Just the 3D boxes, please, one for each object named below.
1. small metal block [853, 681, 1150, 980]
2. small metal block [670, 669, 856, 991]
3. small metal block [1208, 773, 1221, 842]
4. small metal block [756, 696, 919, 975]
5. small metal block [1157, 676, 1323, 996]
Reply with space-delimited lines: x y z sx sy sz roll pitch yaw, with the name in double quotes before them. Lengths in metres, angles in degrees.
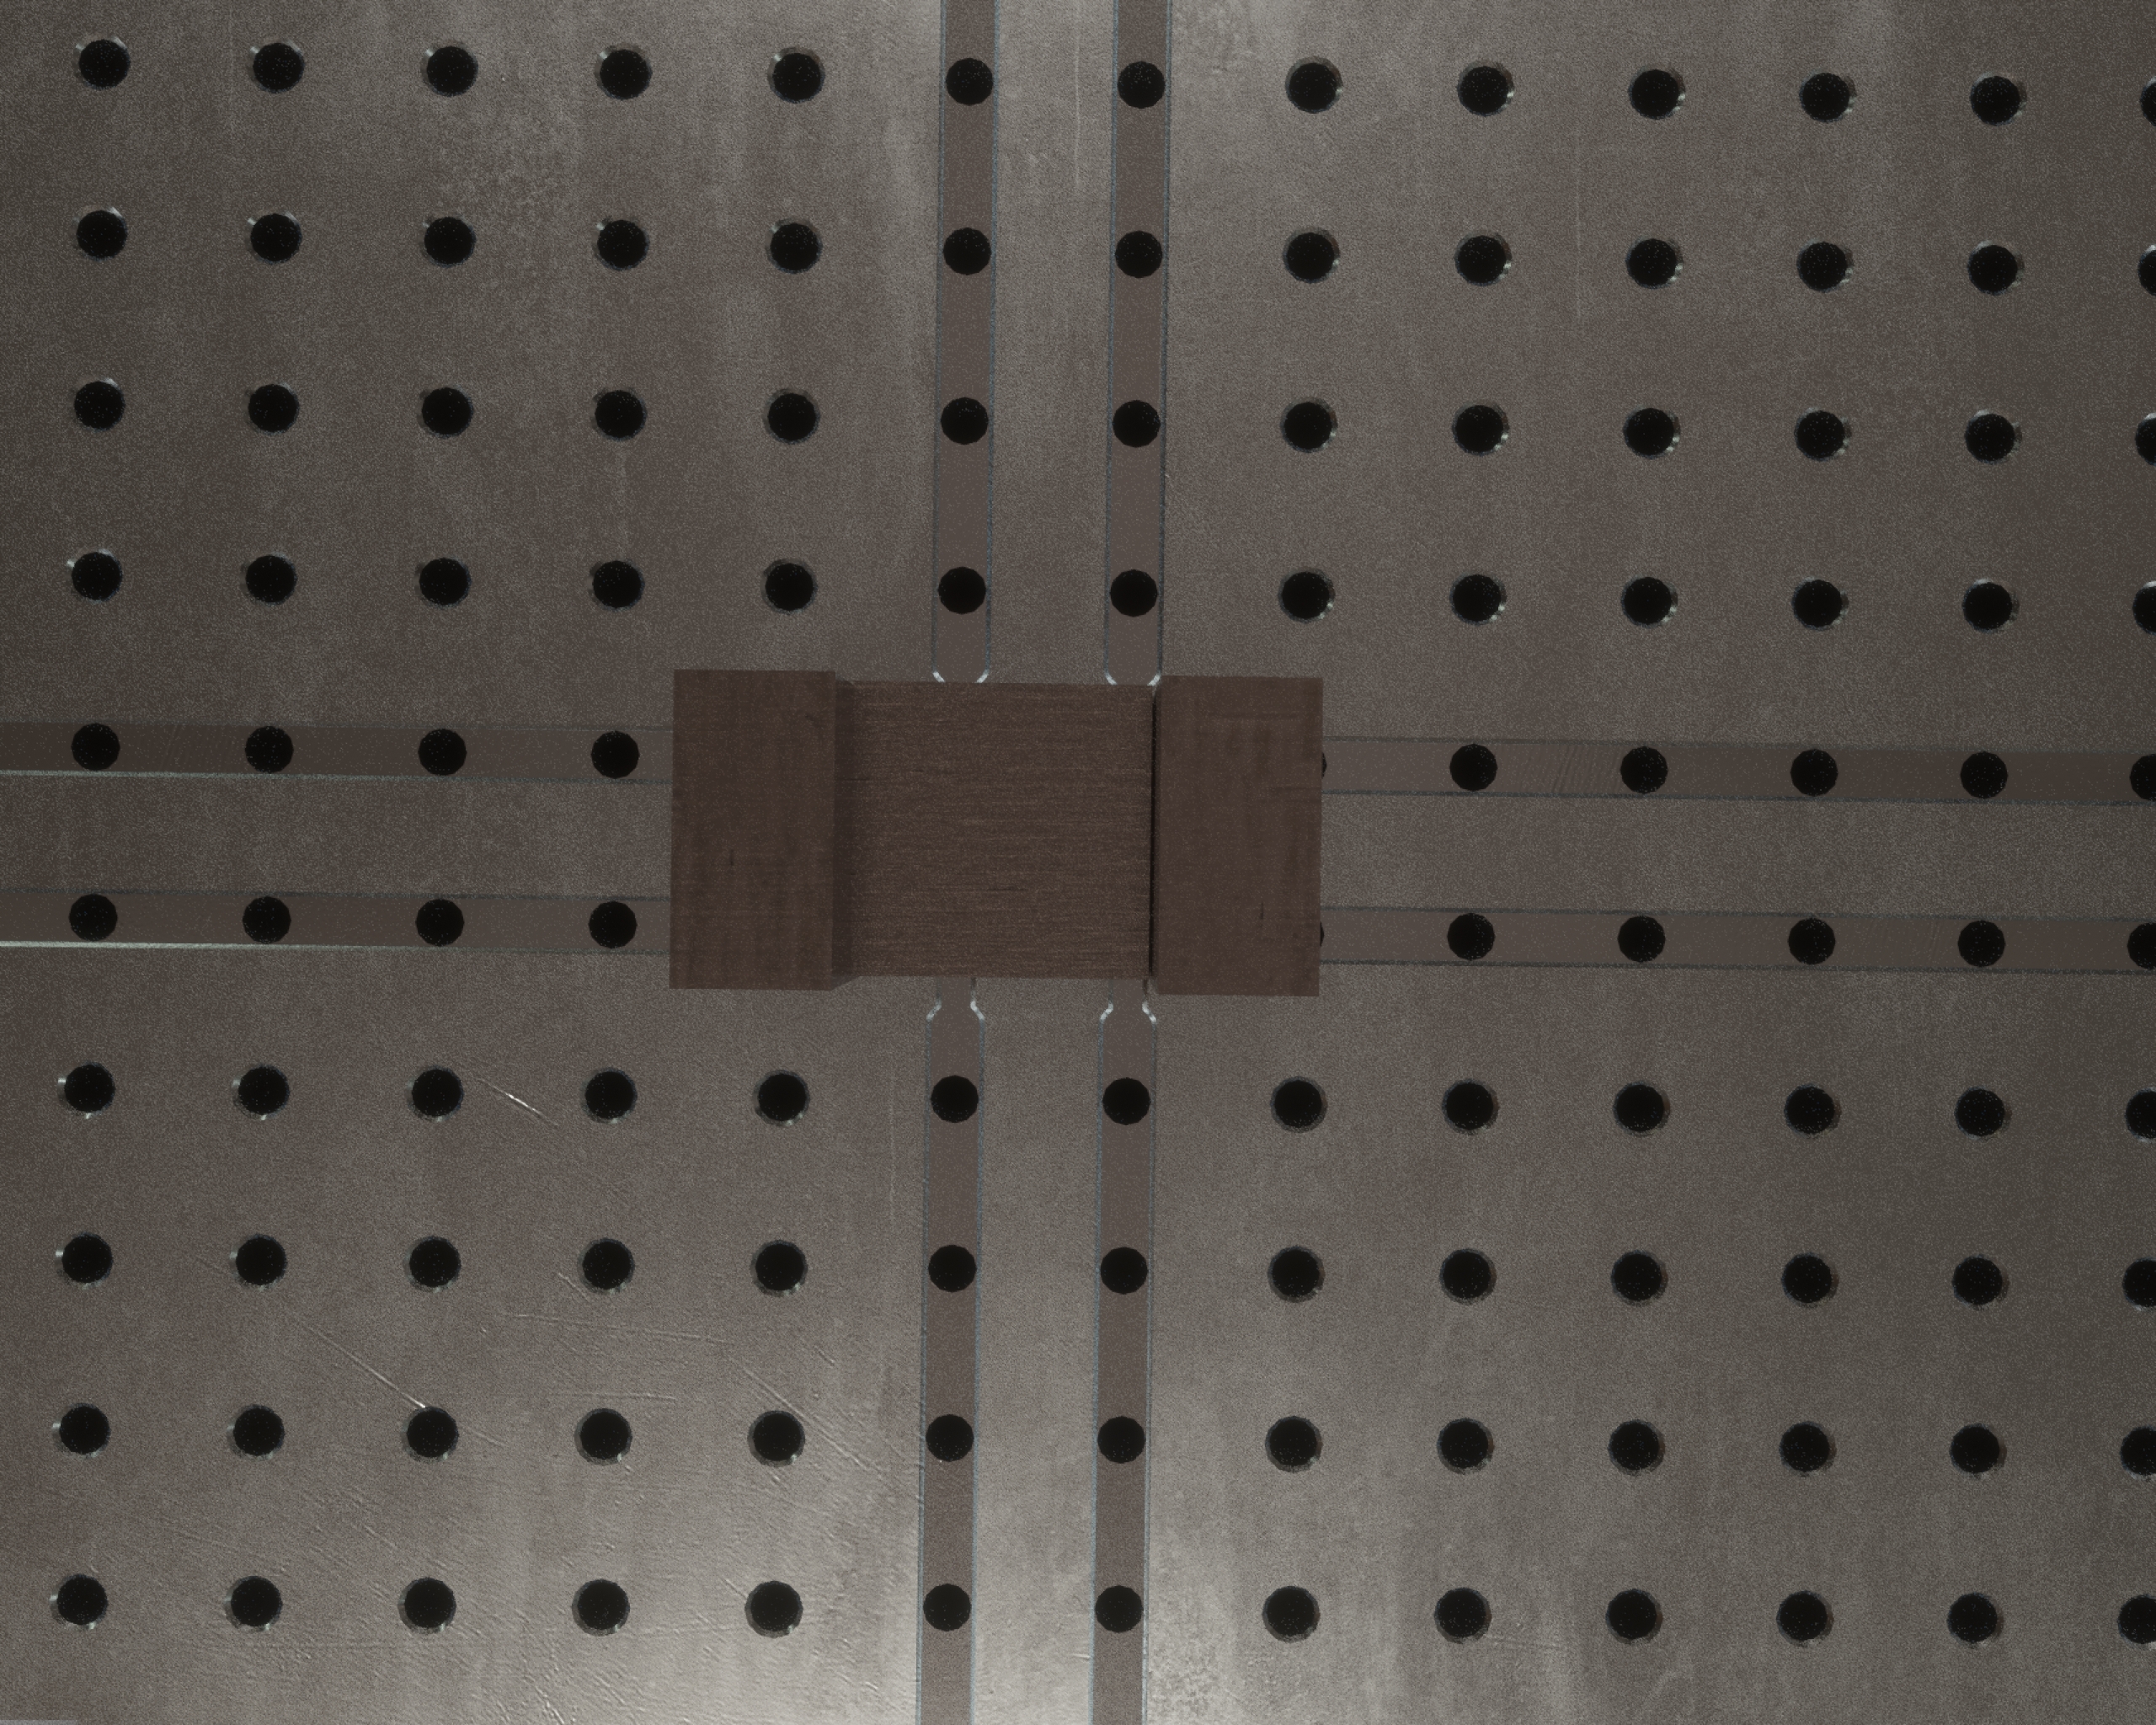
"small metal block" -0.013 -0.006 0.364 0.050 0.025 0.050 1 90 -1
"small metal block" -0.051 -0.005 0.349 0.025 0.050 0.050 1 90 0
"small metal block" 0.020 -0.004 0.401 0.025 0.050 0.050 -1 90 0
"small metal block" -0.045 -0.005 0.400 0.025 0.050 0.050 1 90 0
"small metal block" 0.025 -0.004 0.350 0.025 0.050 0.050 1 90 0
